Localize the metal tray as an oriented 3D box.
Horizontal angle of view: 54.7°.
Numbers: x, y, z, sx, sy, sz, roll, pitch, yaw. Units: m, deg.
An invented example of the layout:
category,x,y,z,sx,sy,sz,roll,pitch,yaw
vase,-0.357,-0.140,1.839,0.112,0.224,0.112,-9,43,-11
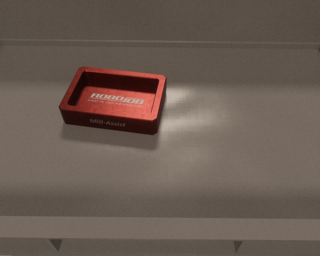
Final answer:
category,x,y,z,sx,sy,sz,roll,pitch,yaw
metal tray,-0.062,-0.041,0.435,0.131,0.030,0.090,7,50,5
